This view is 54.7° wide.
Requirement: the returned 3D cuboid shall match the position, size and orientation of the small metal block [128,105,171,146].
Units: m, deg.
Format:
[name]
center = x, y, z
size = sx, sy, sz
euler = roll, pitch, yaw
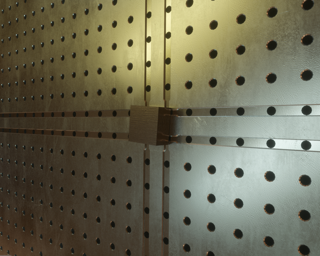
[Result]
[small metal block]
center = -0.015, -0.004, 0.419
size = 0.050, 0.025, 0.050
euler = 7, 94, 39
